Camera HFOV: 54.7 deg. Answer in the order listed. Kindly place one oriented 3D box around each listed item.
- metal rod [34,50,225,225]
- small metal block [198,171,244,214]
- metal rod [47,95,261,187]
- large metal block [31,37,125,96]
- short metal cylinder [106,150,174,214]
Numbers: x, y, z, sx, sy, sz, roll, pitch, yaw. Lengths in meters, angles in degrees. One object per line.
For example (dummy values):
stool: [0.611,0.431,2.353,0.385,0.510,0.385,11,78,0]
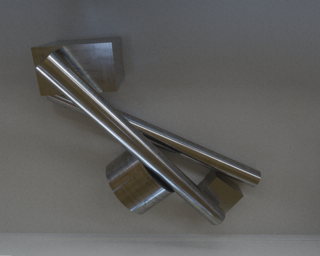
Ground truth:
metal rod: [-0.015,0.030,0.359,0.025,0.025,0.300,-38,119,13]
small metal block: [0.082,0.095,0.446,0.050,0.025,0.050,36,106,-13]
metal rod: [-0.001,0.013,0.415,0.302,0.025,0.025,24,108,-9]
large metal block: [-0.087,-0.073,0.353,0.081,0.080,0.050,-3,110,1]
short metal cylinder: [-0.024,0.064,0.403,0.050,0.080,0.080,-38,106,12]
